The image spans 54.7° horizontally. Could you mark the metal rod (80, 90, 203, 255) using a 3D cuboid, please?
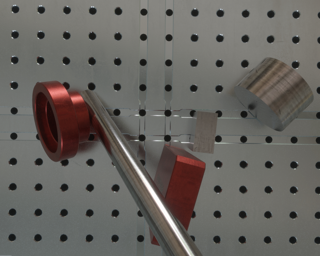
[{"bbox_3d":[-0.028,0.045,0.315,0.025,0.025,0.300,-39,48,0],"label":"metal rod"}]

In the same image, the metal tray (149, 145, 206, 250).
[{"bbox_3d":[0.013,0.071,0.360,0.030,0.130,0.090,16,90,-5],"label":"metal tray"}]

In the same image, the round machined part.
[{"bbox_3d":[-0.121,-0.010,0.385,0.042,0.098,0.097,-15,90,-35],"label":"round machined part"}]

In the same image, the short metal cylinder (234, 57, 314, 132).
[{"bbox_3d":[0.140,-0.041,0.388,0.050,0.080,0.080,-45,91,0],"label":"short metal cylinder"}]

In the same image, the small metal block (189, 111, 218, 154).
[{"bbox_3d":[0.055,0.005,0.402,0.025,0.050,0.050,7,90,0],"label":"small metal block"}]
